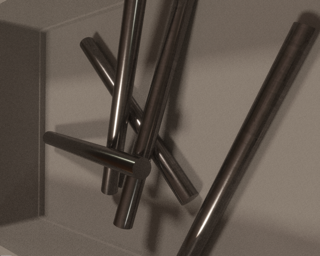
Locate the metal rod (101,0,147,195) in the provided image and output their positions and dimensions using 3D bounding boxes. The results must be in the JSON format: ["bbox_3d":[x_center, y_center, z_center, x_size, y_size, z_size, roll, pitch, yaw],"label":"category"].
[{"bbox_3d":[-0.049,-0.040,0.404,0.025,0.025,0.298,30,120,36],"label":"metal rod"}]

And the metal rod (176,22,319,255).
[{"bbox_3d":[0.084,0.036,0.336,0.025,0.025,0.298,35,111,34],"label":"metal rod"}]

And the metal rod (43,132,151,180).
[{"bbox_3d":[-0.112,0.031,0.456,0.300,0.025,0.025,8,95,51],"label":"metal rod"}]

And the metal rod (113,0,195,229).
[{"bbox_3d":[-0.007,-0.021,0.385,0.025,0.025,0.298,17,93,38],"label":"metal rod"}]

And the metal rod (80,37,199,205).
[{"bbox_3d":[-0.041,-0.025,0.438,0.025,0.025,0.299,-49,61,28],"label":"metal rod"}]
